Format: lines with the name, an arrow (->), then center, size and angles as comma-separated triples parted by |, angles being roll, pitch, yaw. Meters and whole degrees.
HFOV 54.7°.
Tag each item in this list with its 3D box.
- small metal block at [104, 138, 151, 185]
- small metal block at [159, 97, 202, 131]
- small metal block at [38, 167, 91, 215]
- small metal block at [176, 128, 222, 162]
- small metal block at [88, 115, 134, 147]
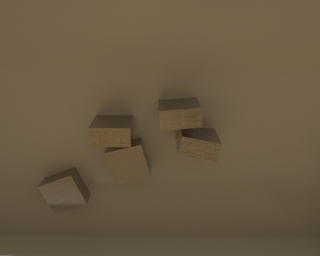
small metal block -> -0.043, 0.046, 0.428 | 0.050, 0.025, 0.050 | -14, 110, 4
small metal block -> 0.024, -0.019, 0.391 | 0.050, 0.050, 0.025 | -4, 110, 1
small metal block -> -0.135, 0.090, 0.443 | 0.050, 0.025, 0.050 | -20, 109, 7
small metal block -> 0.049, 0.018, 0.405 | 0.050, 0.050, 0.025 | 11, 110, -5
small metal block -> -0.061, 0.003, 0.398 | 0.050, 0.050, 0.025 | 0, 110, -1
